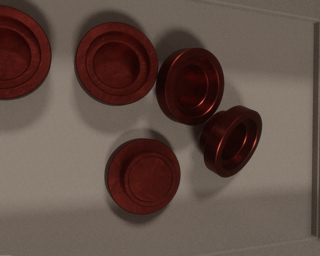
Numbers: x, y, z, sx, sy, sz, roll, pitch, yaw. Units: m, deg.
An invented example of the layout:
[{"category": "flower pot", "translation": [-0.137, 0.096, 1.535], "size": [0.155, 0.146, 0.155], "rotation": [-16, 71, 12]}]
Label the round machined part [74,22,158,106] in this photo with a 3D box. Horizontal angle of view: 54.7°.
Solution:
[{"category": "round machined part", "translation": [-0.055, -0.076, 0.382], "size": [0.099, 0.042, 0.097], "rotation": [0, 90, -21]}]

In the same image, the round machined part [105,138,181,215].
[{"category": "round machined part", "translation": [-0.018, 0.062, 0.396], "size": [0.099, 0.042, 0.097], "rotation": [0, 90, -21]}]

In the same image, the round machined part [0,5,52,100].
[{"category": "round machined part", "translation": [-0.171, -0.079, 0.338], "size": [0.099, 0.042, 0.097], "rotation": [0, 90, -21]}]

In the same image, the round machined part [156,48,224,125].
[{"category": "round machined part", "translation": [0.035, -0.055, 0.405], "size": [0.099, 0.042, 0.097], "rotation": [-9, 106, -34]}]

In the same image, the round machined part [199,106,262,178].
[{"category": "round machined part", "translation": [0.092, 0.015, 0.422], "size": [0.099, 0.042, 0.097], "rotation": [-24, 128, -34]}]
